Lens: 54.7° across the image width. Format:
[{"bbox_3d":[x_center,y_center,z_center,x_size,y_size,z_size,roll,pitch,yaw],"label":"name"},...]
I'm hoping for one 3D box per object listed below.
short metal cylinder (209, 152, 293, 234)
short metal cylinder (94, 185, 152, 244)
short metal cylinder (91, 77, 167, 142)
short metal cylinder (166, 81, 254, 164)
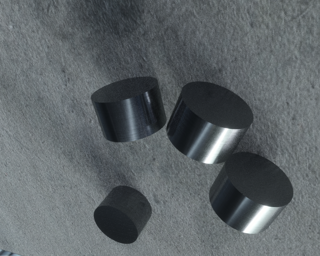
[{"bbox_3d":[0.104,0.074,0.361,0.080,0.080,0.050,27,128,10],"label":"short metal cylinder"},{"bbox_3d":[-0.060,0.142,0.508,0.080,0.050,0.079,13,124,20],"label":"short metal cylinder"},{"bbox_3d":[-0.036,-0.024,0.374,0.080,0.080,0.050,1,119,27],"label":"short metal cylinder"},{"bbox_3d":[0.053,-0.007,0.338,0.080,0.080,0.050,29,128,9],"label":"short metal cylinder"}]
